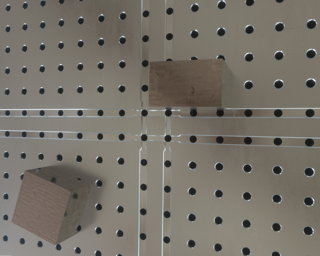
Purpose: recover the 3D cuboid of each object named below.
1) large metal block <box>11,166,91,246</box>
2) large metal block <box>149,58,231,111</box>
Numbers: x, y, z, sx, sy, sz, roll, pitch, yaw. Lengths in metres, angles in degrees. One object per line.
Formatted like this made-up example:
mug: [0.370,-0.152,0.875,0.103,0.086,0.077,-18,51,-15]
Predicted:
large metal block: [-0.158,0.110,0.453,0.080,0.050,0.080,19,96,18]
large metal block: [0.039,-0.048,0.369,0.080,0.080,0.050,2,91,19]
